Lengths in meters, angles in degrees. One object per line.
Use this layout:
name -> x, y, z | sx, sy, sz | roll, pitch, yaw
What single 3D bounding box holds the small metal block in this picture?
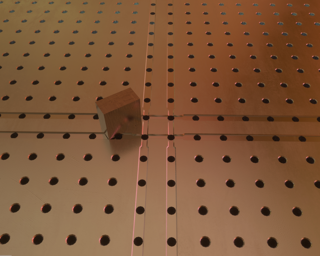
small metal block -> -0.053, -0.019, 0.407 | 0.050, 0.050, 0.025 | -26, 55, -20
